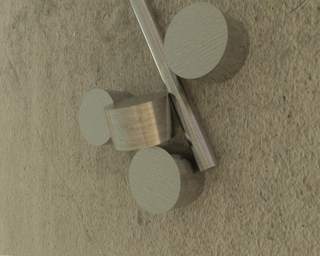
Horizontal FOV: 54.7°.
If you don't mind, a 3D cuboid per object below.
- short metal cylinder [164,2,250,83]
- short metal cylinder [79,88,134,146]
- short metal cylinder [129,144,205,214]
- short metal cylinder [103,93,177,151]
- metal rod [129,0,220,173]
[{"bbox_3d":[0.051,-0.092,0.346,0.080,0.050,0.079,0,90,40],"label":"short metal cylinder"},{"bbox_3d":[-0.072,-0.015,0.448,0.080,0.050,0.079,0,90,40],"label":"short metal cylinder"},{"bbox_3d":[0.008,0.060,0.382,0.080,0.050,0.079,0,90,40],"label":"short metal cylinder"},{"bbox_3d":[-0.024,-0.010,0.381,0.080,0.081,0.050,-1,107,40],"label":"short metal cylinder"},{"bbox_3d":[0.006,-0.086,0.400,0.025,0.025,0.299,-33,69,35],"label":"metal rod"}]
